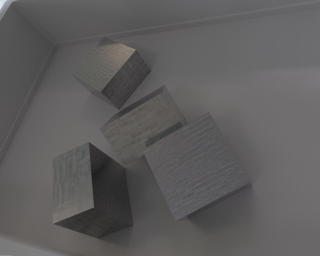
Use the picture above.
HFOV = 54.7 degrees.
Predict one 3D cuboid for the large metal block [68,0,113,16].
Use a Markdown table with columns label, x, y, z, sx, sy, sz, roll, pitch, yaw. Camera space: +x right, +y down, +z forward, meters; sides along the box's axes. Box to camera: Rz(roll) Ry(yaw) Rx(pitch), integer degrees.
| label | x | y | z | sx | sy | sz | roll | pitch | yaw |
| --- | --- | --- | --- | --- | --- | --- | --- | --- | --- |
| large metal block | -0.145 | -0.294 | 0.649 | 0.080 | 0.050 | 0.080 | -17 | 55 | 19 |

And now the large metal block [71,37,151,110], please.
| label | x | y | z | sx | sy | sz | roll | pitch | yaw |
| --- | --- | --- | --- | --- | --- | --- | --- | --- | --- |
| large metal block | -0.075 | -0.086 | 0.482 | 0.080 | 0.050 | 0.080 | 31 | 79 | 37 |

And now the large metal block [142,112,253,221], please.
| label | x | y | z | sx | sy | sz | roll | pitch | yaw |
| --- | --- | --- | --- | --- | --- | --- | --- | --- | --- |
| large metal block | 0.040 | 0.043 | 0.329 | 0.080 | 0.050 | 0.080 | -30 | 69 | 9 |

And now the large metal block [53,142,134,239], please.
| label | x | y | z | sx | sy | sz | roll | pitch | yaw |
| --- | --- | --- | --- | --- | --- | --- | --- | --- | --- |
| large metal block | -0.078 | 0.076 | 0.365 | 0.050 | 0.080 | 0.080 | -24 | 53 | 14 |

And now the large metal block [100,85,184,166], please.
| label | x | y | z | sx | sy | sz | roll | pitch | yaw |
| --- | --- | --- | --- | --- | --- | --- | --- | --- | --- |
| large metal block | -0.017 | -0.007 | 0.377 | 0.080 | 0.050 | 0.080 | -30 | 11 | 9 |
